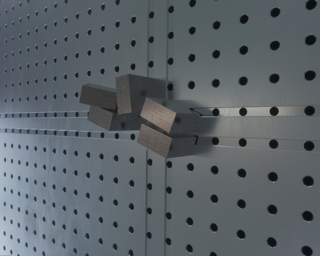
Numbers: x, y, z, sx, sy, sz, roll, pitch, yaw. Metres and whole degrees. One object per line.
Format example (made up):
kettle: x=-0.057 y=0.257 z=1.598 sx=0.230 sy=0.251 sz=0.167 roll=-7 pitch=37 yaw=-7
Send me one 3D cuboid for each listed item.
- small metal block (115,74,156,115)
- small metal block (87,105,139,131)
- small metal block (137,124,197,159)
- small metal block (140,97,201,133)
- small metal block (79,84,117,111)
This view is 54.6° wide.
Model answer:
small metal block: x=-0.031 y=-0.043 z=0.420 sx=0.025 sy=0.050 sz=0.050 roll=-7 pitch=85 yaw=40
small metal block: x=-0.068 y=-0.016 z=0.451 sx=0.050 sy=0.050 sz=0.025 roll=23 pitch=105 yaw=37
small metal block: x=0.009 y=0.015 z=0.387 sx=0.050 sy=0.050 sz=0.025 roll=26 pitch=106 yaw=37
small metal block: x=0.013 y=-0.016 z=0.383 sx=0.050 sy=0.050 sz=0.025 roll=31 pitch=110 yaw=36
small metal block: x=-0.085 y=-0.046 z=0.451 sx=0.050 sy=0.050 sz=0.025 roll=12 pitch=101 yaw=-4
